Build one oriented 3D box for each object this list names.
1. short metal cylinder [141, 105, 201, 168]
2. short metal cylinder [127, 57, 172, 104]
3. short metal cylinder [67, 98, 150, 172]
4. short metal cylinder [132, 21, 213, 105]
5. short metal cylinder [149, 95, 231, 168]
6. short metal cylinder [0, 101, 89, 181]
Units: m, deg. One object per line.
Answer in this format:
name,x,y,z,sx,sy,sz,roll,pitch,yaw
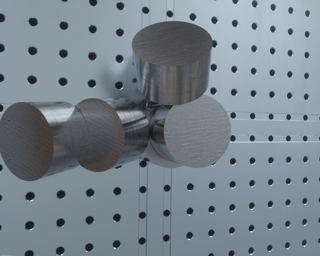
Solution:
short metal cylinder,0.007,0.009,0.401,0.081,0.050,0.079,0,90,-20
short metal cylinder,0.002,-0.071,0.399,0.081,0.050,0.079,0,90,-20
short metal cylinder,-0.059,0.006,0.354,0.050,0.080,0.079,-11,95,-61
short metal cylinder,0.013,-0.070,0.327,0.081,0.080,0.050,-25,142,-18
short metal cylinder,0.033,0.003,0.356,0.081,0.050,0.079,0,90,-20
short metal cylinder,-0.124,0.011,0.331,0.050,0.080,0.079,-12,96,-62
